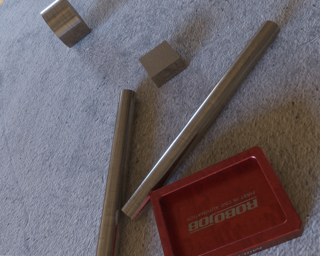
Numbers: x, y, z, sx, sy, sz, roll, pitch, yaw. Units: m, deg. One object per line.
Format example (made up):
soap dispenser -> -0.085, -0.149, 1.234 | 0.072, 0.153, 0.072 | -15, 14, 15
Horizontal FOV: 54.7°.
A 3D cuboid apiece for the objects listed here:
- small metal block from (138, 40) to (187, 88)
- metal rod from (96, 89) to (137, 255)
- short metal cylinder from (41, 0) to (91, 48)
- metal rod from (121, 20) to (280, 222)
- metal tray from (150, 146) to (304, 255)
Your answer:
small metal block -> 0.003, -0.096, 0.461 | 0.050, 0.025, 0.050 | -35, 51, 5
metal rod -> -0.055, 0.080, 0.383 | 0.025, 0.025, 0.299 | -10, 57, 23
short metal cylinder -> -0.175, -0.199, 0.583 | 0.050, 0.080, 0.080 | -36, 51, 4
metal rod -> 0.056, -0.015, 0.383 | 0.025, 0.025, 0.300 | 31, 78, 38
metal tray -> 0.062, 0.085, 0.315 | 0.130, 0.030, 0.090 | -26, 53, 11
